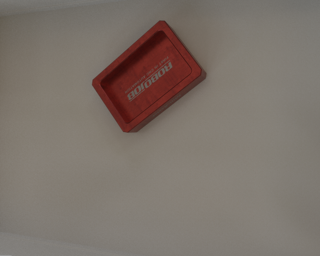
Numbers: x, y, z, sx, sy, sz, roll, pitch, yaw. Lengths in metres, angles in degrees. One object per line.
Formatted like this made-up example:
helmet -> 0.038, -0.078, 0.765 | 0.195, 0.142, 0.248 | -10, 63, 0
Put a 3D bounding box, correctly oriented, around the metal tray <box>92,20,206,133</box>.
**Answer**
metal tray -> -0.017, -0.065, 0.412 | 0.130, 0.030, 0.090 | -38, 78, 15
